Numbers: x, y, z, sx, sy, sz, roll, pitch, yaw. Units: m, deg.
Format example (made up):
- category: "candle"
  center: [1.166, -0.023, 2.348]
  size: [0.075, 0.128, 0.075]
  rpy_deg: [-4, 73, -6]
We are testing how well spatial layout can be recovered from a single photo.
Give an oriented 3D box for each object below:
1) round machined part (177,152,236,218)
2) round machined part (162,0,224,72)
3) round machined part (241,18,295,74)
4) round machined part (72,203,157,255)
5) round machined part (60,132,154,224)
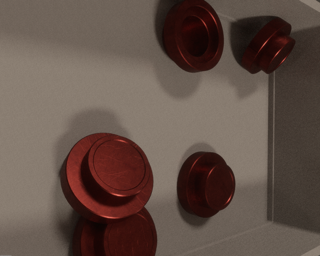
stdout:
- category: "round machined part"
  center: [0.075, 0.085, 0.462]
  size: [0.099, 0.042, 0.097]
  rpy_deg: [0, 90, -40]
- category: "round machined part"
  center: [0.042, -0.126, 0.433]
  size: [0.099, 0.042, 0.097]
  rpy_deg: [0, 90, -40]
- category: "round machined part"
  center: [0.186, -0.130, 0.519]
  size: [0.098, 0.042, 0.098]
  rpy_deg: [-37, 157, -19]
- category: "round machined part"
  center: [-0.042, 0.125, 0.345]
  size: [0.099, 0.042, 0.098]
  rpy_deg: [16, 64, -34]
- category: "round machined part"
  center: [-0.050, 0.047, 0.327]
  size: [0.099, 0.042, 0.098]
  rpy_deg: [18, 51, -23]
